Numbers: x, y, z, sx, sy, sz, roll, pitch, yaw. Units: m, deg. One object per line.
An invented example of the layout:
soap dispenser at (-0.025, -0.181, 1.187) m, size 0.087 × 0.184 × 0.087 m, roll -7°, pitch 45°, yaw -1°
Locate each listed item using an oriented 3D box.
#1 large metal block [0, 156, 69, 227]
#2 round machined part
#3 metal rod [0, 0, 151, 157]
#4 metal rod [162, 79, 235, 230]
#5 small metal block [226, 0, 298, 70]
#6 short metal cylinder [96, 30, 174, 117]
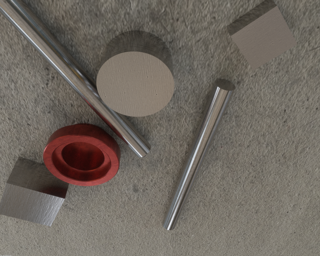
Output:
large metal block at (-0.190, 0.099, 0.472) m, size 0.080 × 0.050 × 0.079 m, roll 21°, pitch 127°, yaw -18°
round machined part at (-0.103, 0.032, 0.422) m, size 0.099 × 0.042 × 0.097 m, roll -1°, pitch 130°, yaw 0°
metal rod at (-0.101, -0.066, 0.349) m, size 0.025 × 0.025 × 0.300 m, roll -25°, pitch 126°, yaw 19°
metal rod at (0.046, 0.060, 0.459) m, size 0.025 × 0.025 × 0.298 m, roll 9°, pitch 130°, yaw -8°
small metal block at (0.107, -0.098, 0.326) m, size 0.050 × 0.025 × 0.050 m, roll -31°, pitch 124°, yaw 23°
short metal cylinder at (-0.025, -0.059, 0.340) m, size 0.081 × 0.050 × 0.079 m, roll 0°, pitch 130°, yaw 0°
